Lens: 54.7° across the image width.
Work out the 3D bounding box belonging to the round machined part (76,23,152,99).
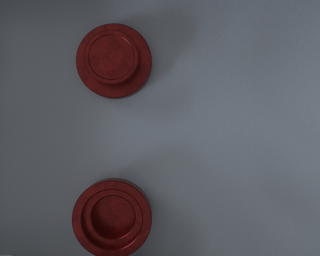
[{"bbox_3d":[-0.060,-0.088,0.402,0.099,0.042,0.097,0,90,0],"label":"round machined part"}]

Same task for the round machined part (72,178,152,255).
[{"bbox_3d":[-0.060,0.113,0.402,0.099,0.042,0.097,0,90,0],"label":"round machined part"}]
